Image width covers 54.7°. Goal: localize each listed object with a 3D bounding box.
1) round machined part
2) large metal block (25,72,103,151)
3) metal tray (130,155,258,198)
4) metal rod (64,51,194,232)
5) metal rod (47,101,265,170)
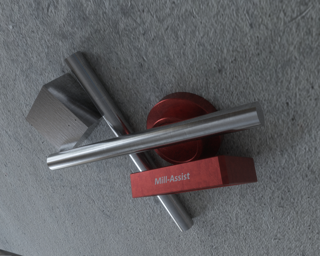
[{"bbox_3d":[0.027,0.008,0.386,0.098,0.042,0.097,13,124,20],"label":"round machined part"},{"bbox_3d":[-0.135,-0.018,0.448,0.080,0.050,0.080,44,129,-3],"label":"large metal block"},{"bbox_3d":[0.040,0.061,0.380,0.130,0.091,0.030,-17,74,34],"label":"metal tray"},{"bbox_3d":[-0.037,0.028,0.441,0.025,0.025,0.299,-23,107,36],"label":"metal rod"},{"bbox_3d":[-0.029,0.018,0.373,0.300,0.025,0.025,-14,111,31],"label":"metal rod"}]
